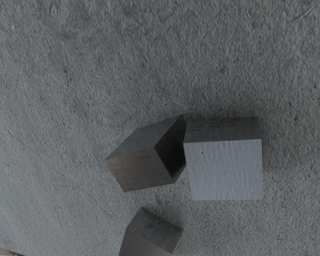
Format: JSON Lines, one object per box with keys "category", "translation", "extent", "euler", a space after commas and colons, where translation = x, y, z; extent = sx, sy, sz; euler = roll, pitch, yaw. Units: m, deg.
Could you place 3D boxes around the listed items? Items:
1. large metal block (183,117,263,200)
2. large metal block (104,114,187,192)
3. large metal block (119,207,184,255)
{"category": "large metal block", "translation": [0.075, 0.037, 0.362], "extent": [0.080, 0.050, 0.079], "euler": [-4, 118, 13]}
{"category": "large metal block", "translation": [-0.009, 0.032, 0.396], "extent": [0.080, 0.080, 0.050], "euler": [-18, 109, 35]}
{"category": "large metal block", "translation": [-0.016, 0.192, 0.518], "extent": [0.080, 0.050, 0.079], "euler": [25, 128, 12]}
